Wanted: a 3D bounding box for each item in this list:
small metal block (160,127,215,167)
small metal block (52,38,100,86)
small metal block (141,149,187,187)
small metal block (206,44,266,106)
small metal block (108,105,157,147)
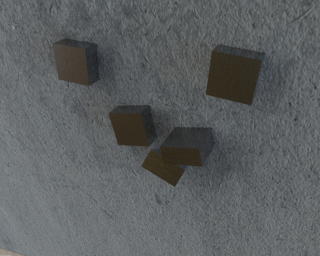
[{"bbox_3d":[0.035,0.022,0.386,0.050,0.050,0.025,1,119,27],"label":"small metal block"},{"bbox_3d":[-0.110,-0.088,0.411,0.050,0.025,0.050,14,124,20],"label":"small metal block"},{"bbox_3d":[0.007,0.052,0.416,0.050,0.050,0.025,31,92,8],"label":"small metal block"},{"bbox_3d":[0.080,-0.057,0.330,0.050,0.025,0.050,16,125,19],"label":"small metal block"},{"bbox_3d":[-0.037,-0.003,0.424,0.050,0.025,0.050,1,119,27],"label":"small metal block"}]
